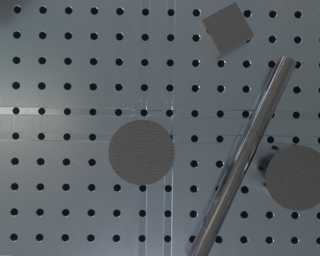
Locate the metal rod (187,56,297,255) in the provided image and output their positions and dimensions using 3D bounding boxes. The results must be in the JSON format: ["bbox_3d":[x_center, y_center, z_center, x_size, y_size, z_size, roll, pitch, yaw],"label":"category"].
[{"bbox_3d":[0.108,0.045,0.414,0.025,0.025,0.299,25,90,0],"label":"metal rod"}]

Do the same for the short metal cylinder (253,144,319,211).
[{"bbox_3d":[0.169,0.061,0.402,0.081,0.050,0.079,0,90,0],"label":"short metal cylinder"}]

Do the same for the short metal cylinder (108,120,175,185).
[{"bbox_3d":[-0.022,0.030,0.401,0.081,0.050,0.079,0,90,0],"label":"short metal cylinder"}]

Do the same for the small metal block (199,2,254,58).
[{"bbox_3d":[0.088,-0.130,0.414,0.050,0.025,0.050,-29,90,0],"label":"small metal block"}]
